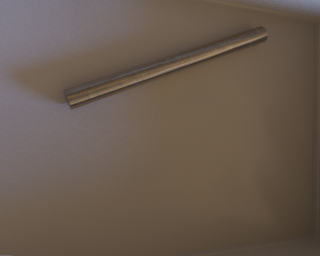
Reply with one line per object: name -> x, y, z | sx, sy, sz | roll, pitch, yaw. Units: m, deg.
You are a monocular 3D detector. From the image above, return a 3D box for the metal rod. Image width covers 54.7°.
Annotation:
metal rod -> 0.022, -0.088, 0.419 | 0.302, 0.025, 0.025 | -22, 98, -19
